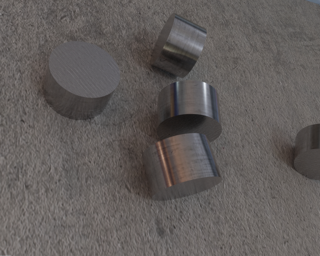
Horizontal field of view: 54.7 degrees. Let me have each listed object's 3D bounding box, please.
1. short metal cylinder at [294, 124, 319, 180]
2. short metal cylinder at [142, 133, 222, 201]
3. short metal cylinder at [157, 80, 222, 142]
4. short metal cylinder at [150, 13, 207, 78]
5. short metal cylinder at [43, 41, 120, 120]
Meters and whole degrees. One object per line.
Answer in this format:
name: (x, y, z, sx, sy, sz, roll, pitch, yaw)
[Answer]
short metal cylinder: (0.253, 0.039, 0.481, 0.080, 0.080, 0.050, 30, 52, -9)
short metal cylinder: (0.024, 0.046, 0.353, 0.081, 0.080, 0.050, -1, 63, -29)
short metal cylinder: (0.037, -0.016, 0.398, 0.081, 0.080, 0.050, 14, 56, -20)
short metal cylinder: (0.026, -0.120, 0.455, 0.050, 0.080, 0.080, 22, 54, -15)
short metal cylinder: (-0.094, -0.056, 0.371, 0.081, 0.050, 0.080, 14, 56, -21)
